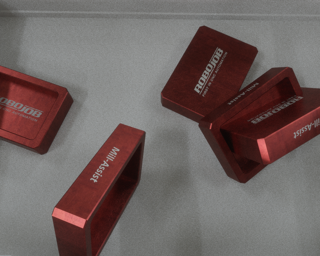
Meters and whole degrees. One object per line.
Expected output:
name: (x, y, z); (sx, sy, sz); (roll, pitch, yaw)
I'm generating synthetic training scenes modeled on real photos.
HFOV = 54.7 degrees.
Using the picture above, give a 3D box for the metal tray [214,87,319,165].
metal tray: (0.141, -0.009, 0.368); (0.131, 0.090, 0.030); (-26, 109, -18)

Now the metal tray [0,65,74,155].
metal tray: (-0.196, -0.028, 0.415); (0.131, 0.030, 0.090); (19, 71, 7)

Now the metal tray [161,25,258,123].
metal tray: (0.069, -0.072, 0.434); (0.090, 0.030, 0.130); (26, 72, 9)

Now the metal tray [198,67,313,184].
metal tray: (0.123, -0.005, 0.385); (0.131, 0.030, 0.090); (-35, 108, -12)

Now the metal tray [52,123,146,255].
metal tray: (-0.056, 0.067, 0.320); (0.030, 0.089, 0.130); (18, 41, 11)
